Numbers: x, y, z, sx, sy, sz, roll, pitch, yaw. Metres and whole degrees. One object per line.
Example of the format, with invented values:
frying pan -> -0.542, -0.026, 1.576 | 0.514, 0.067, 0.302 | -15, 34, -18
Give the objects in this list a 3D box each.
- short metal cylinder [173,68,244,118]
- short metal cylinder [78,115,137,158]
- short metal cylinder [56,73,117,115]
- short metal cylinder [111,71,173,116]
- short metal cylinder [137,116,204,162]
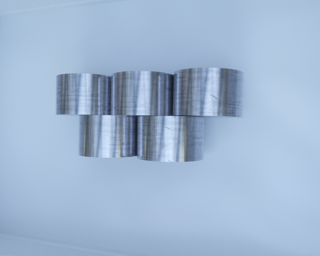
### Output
short metal cylinder -> 0.055, -0.038, 0.360 | 0.080, 0.080, 0.050 | 2, 91, 20
short metal cylinder -> -0.064, 0.009, 0.402 | 0.080, 0.080, 0.050 | 1, 91, 20
short metal cylinder -> -0.097, -0.042, 0.414 | 0.080, 0.080, 0.050 | 1, 91, 20
short metal cylinder -> -0.021, -0.040, 0.387 | 0.080, 0.080, 0.050 | 1, 91, 20
short metal cylinder -> 0.013, 0.011, 0.375 | 0.080, 0.080, 0.050 | 1, 91, 20
